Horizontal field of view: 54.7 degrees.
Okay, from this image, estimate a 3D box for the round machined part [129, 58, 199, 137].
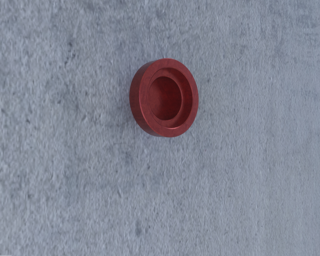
[{"bbox_3d":[0.001,-0.037,0.396,0.099,0.042,0.097,0,90,-40],"label":"round machined part"}]
